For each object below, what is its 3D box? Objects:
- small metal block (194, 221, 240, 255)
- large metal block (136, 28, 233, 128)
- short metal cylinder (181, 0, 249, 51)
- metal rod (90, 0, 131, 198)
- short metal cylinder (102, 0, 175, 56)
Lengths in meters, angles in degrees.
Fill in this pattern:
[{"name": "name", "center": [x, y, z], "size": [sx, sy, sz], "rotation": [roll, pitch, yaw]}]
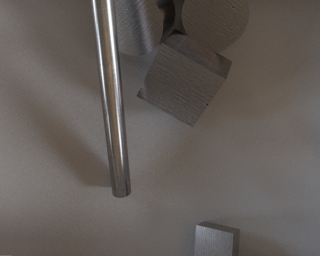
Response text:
[{"name": "small metal block", "center": [0.073, 0.153, 0.400], "size": [0.050, 0.025, 0.050], "rotation": [3, 88, 32]}, {"name": "large metal block", "center": [0.029, -0.060, 0.379], "size": [0.080, 0.050, 0.079], "rotation": [30, 130, -1]}, {"name": "short metal cylinder", "center": [0.067, -0.139, 0.395], "size": [0.080, 0.050, 0.079], "rotation": [0, 97, 2]}, {"name": "metal rod", "center": [-0.056, -0.050, 0.351], "size": [0.025, 0.025, 0.298], "rotation": [-2, 114, 0]}, {"name": "short metal cylinder", "center": [-0.027, -0.136, 0.379], "size": [0.080, 0.050, 0.079], "rotation": [11, 128, 14]}]
